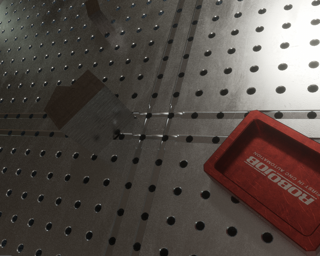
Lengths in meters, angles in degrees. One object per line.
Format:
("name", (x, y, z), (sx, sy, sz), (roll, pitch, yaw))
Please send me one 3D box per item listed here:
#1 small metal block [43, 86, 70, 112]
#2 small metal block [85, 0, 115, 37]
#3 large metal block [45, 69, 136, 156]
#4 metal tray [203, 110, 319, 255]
("small metal block", (-0.156, -0.041, 0.513), (0.050, 0.025, 0.050), (7, 65, 30))
("small metal block", (-0.111, -0.208, 0.576), (0.025, 0.050, 0.050), (-28, 53, 11))
("large metal block", (-0.095, -0.020, 0.433), (0.080, 0.080, 0.050), (-45, 51, -4))
("metal tray", (0.121, 0.048, 0.311), (0.090, 0.030, 0.130), (-48, 52, -6))
